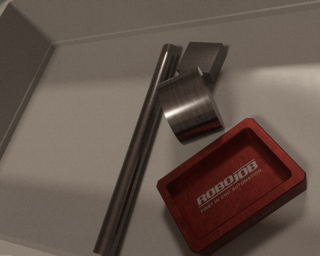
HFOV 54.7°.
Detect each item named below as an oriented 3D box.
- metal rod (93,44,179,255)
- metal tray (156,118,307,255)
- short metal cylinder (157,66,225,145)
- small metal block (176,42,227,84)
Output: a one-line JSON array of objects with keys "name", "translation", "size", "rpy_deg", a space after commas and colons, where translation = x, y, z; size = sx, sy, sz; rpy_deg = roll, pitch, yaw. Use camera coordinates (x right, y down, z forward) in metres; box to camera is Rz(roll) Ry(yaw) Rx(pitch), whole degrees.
[{"name": "metal rod", "translation": [-0.024, 0.012, 0.409], "size": [0.025, 0.025, 0.300], "rpy_deg": [3, 63, 29]}, {"name": "metal tray", "translation": [0.071, 0.060, 0.327], "size": [0.130, 0.030, 0.090], "rpy_deg": [-36, 51, 3]}, {"name": "short metal cylinder", "translation": [0.037, -0.026, 0.366], "size": [0.050, 0.080, 0.080], "rpy_deg": [-23, 54, 14]}, {"name": "small metal block", "translation": [0.058, -0.091, 0.430], "size": [0.050, 0.025, 0.050], "rpy_deg": [13, 68, 33]}]
